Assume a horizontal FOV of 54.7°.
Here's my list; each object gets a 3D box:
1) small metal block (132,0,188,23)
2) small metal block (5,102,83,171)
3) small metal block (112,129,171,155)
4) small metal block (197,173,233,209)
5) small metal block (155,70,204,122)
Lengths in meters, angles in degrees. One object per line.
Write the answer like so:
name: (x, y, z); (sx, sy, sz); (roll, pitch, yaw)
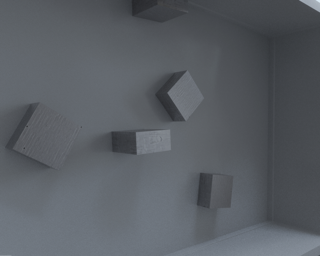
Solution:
small metal block: (0.000, -0.156, 0.392); (0.050, 0.050, 0.025); (-4, 93, -40)
small metal block: (-0.115, 0.009, 0.311); (0.050, 0.025, 0.050); (36, 68, -35)
small metal block: (-0.023, 0.015, 0.373); (0.050, 0.050, 0.025); (-4, 93, -40)
small metal block: (0.087, 0.097, 0.482); (0.050, 0.025, 0.050); (11, 83, -40)
small metal block: (0.029, -0.044, 0.433); (0.050, 0.025, 0.050); (-50, 120, -28)
